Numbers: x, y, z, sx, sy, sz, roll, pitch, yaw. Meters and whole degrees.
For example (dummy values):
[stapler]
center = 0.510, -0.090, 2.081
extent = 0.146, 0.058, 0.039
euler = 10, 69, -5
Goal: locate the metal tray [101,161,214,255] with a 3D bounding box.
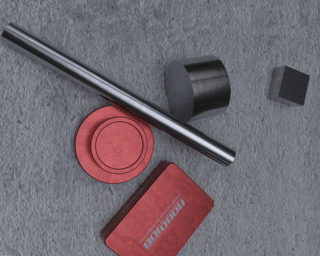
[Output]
[metal tray]
center = -0.001, 0.119, 0.407
extent = 0.090, 0.030, 0.130
euler = 45, 76, -15

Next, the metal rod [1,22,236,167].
[metal rod]
center = -0.041, -0.034, 0.370
extent = 0.301, 0.025, 0.025
euler = 30, 80, -9

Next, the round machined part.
[round machined part]
center = -0.054, 0.020, 0.381
extent = 0.099, 0.042, 0.097
euler = 0, 90, -20

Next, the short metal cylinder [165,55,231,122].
[short metal cylinder]
center = 0.046, -0.050, 0.398
extent = 0.050, 0.080, 0.079
euler = -13, 95, -20

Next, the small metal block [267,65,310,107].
[small metal block]
center = 0.202, -0.064, 0.486
extent = 0.050, 0.025, 0.050
euler = 16, 85, -20
